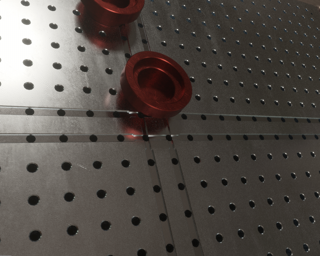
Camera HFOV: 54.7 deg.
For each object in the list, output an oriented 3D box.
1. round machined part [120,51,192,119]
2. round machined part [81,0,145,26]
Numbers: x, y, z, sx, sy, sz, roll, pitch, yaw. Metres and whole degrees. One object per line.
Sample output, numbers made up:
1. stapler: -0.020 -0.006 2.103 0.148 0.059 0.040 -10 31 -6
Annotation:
1. round machined part: -0.008 -0.055 0.428 0.099 0.042 0.098 14 56 -21
2. round machined part: -0.077 -0.197 0.477 0.099 0.042 0.098 14 56 -21
